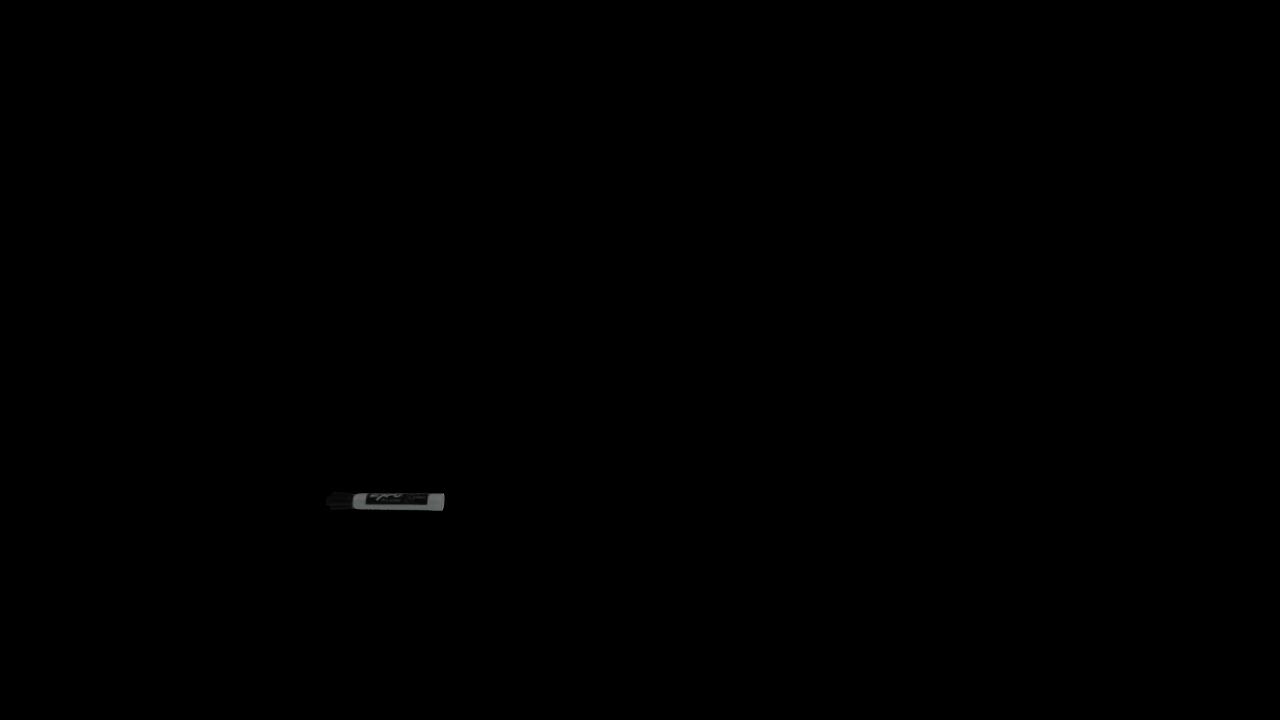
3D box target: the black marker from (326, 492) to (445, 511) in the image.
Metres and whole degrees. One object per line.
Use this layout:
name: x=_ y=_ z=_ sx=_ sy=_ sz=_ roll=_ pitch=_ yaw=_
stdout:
black marker: x=-0.276 y=0.154 z=0.669 sx=0.121 sy=0.020 sz=0.020 roll=3 pitch=0 yaw=-9
